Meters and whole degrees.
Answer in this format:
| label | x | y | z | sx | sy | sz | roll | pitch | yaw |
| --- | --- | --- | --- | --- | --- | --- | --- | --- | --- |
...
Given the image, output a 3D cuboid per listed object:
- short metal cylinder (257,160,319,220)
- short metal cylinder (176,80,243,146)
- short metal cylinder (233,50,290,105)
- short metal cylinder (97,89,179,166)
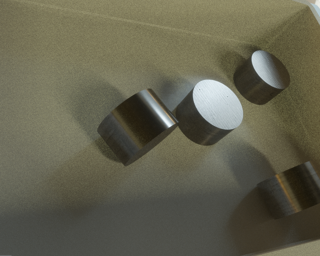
| label | x | y | z | sx | sy | sz | roll | pitch | yaw |
| --- | --- | --- | --- | --- | --- | --- | --- | --- | --- |
| short metal cylinder | 0.179 | 0.083 | 0.416 | 0.081 | 0.080 | 0.050 | -10 | 67 | -33 |
| short metal cylinder | 0.069 | -0.021 | 0.440 | 0.081 | 0.050 | 0.080 | 14 | 56 | -21 |
| short metal cylinder | 0.176 | -0.087 | 0.537 | 0.081 | 0.050 | 0.080 | 14 | 56 | -21 |
| short metal cylinder | -0.024 | 0.000 | 0.357 | 0.081 | 0.080 | 0.050 | -33 | 81 | -38 |
